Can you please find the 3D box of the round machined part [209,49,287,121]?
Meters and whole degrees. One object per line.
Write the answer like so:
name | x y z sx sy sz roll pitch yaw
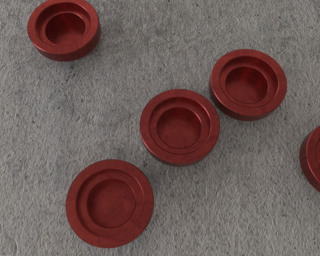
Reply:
round machined part | 0.115 -0.054 0.419 0.099 0.042 0.098 0 70 0

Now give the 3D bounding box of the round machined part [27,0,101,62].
round machined part | -0.134 -0.138 0.448 0.099 0.042 0.098 0 70 0

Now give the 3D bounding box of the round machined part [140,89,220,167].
round machined part | 0.024 0.002 0.398 0.099 0.042 0.098 0 70 0

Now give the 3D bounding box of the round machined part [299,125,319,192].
round machined part | 0.222 0.042 0.385 0.099 0.042 0.098 0 70 0

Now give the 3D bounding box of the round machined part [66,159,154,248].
round machined part | -0.056 0.089 0.366 0.099 0.042 0.098 0 70 0
